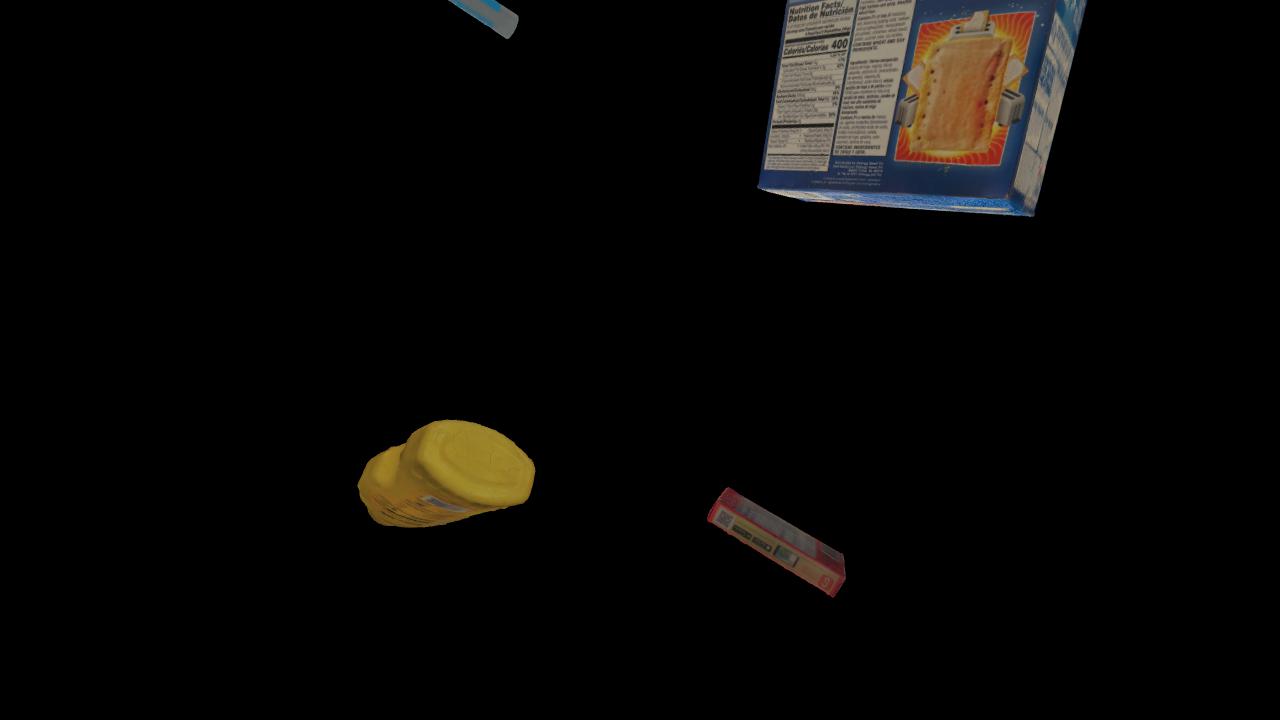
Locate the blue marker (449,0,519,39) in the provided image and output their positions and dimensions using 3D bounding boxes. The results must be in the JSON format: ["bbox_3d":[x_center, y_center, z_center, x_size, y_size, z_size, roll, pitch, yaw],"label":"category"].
[{"bbox_3d":[-0.143,-0.270,0.434,0.121,0.020,0.020,20,-12,-35],"label":"blue marker"}]

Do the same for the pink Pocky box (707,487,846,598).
[{"bbox_3d":[0.154,0.201,0.695,0.155,0.029,0.084,29,7,15],"label":"pink Pocky box"}]

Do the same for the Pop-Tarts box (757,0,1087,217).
[{"bbox_3d":[0.181,-0.177,0.414,0.167,0.141,0.083,16,14,39],"label":"Pop-Tarts box"}]

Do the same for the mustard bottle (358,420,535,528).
[{"bbox_3d":[-0.168,0.099,0.481,0.092,0.054,0.184,25,-35,-35],"label":"mustard bottle"}]
